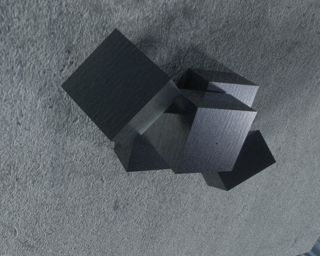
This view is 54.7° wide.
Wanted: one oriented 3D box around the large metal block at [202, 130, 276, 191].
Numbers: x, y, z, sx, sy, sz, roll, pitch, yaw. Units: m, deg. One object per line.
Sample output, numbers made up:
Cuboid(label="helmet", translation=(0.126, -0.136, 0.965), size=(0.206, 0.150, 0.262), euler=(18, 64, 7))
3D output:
Cuboid(label="large metal block", translation=(0.105, 0.046, 0.452), size=(0.080, 0.080, 0.050), euler=(-28, 90, -11))

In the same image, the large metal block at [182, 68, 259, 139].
Cuboid(label="large metal block", translation=(0.073, -0.031, 0.415), size=(0.081, 0.050, 0.079), euler=(0, 119, -29))

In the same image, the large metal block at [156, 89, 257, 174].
Cuboid(label="large metal block", translation=(0.051, 0.004, 0.357), size=(0.081, 0.050, 0.079), euler=(2, 118, -30))

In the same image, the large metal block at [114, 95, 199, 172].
Cuboid(label="large metal block", translation=(-0.006, 0.006, 0.391), size=(0.081, 0.050, 0.079), euler=(0, 119, -29))

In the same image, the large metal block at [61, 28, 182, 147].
Cuboid(label="large metal block", translation=(-0.038, -0.039, 0.320), size=(0.080, 0.080, 0.050), euler=(-46, 163, 3))
